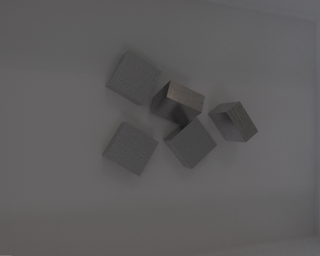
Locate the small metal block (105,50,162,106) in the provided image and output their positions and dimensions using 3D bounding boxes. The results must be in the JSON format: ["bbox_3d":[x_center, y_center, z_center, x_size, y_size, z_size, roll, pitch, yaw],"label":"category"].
[{"bbox_3d":[-0.034,-0.063,0.398,0.050,0.025,0.050,31,80,-18],"label":"small metal block"}]

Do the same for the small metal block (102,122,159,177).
[{"bbox_3d":[-0.038,0.027,0.396,0.050,0.025,0.050,33,79,-17],"label":"small metal block"}]

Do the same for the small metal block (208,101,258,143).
[{"bbox_3d":[0.101,-0.008,0.434,0.025,0.050,0.050,-38,103,-16],"label":"small metal block"}]

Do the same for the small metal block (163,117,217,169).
[{"bbox_3d":[0.042,0.020,0.426,0.050,0.025,0.050,-42,104,-15],"label":"small metal block"}]

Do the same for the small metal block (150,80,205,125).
[{"bbox_3d":[0.022,-0.031,0.402,0.050,0.050,0.025,23,62,-19],"label":"small metal block"}]
